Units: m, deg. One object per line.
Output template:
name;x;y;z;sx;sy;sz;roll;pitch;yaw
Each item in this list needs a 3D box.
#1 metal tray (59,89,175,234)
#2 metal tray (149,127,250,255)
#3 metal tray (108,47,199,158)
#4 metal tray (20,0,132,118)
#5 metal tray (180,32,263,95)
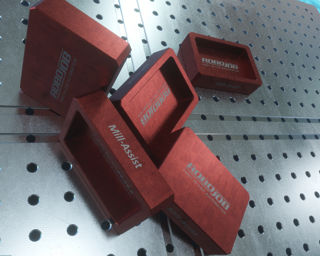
metal tray;-0.051;0.037;0.317;0.030;0.090;0.130;-28;77;-37
metal tray;0.046;0.074;0.366;0.130;0.030;0.090;47;49;-14
metal tray;-0.004;-0.033;0.398;0.090;0.030;0.130;58;46;-25
metal tray;-0.095;-0.061;0.328;0.090;0.129;0.030;33;51;-7
metal tray;0.106;-0.109;0.530;0.131;0.030;0.090;5;60;-26
